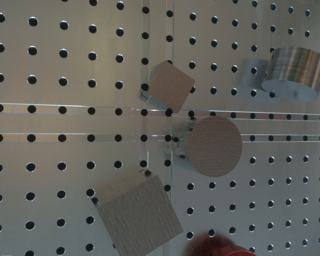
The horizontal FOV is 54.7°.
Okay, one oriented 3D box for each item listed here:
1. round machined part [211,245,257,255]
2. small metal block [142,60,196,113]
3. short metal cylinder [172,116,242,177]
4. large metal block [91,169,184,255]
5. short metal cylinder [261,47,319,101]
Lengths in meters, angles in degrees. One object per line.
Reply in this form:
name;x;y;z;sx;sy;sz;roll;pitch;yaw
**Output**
round machined part;0.098;0.216;0.440;0.099;0.042;0.097;0;90;-20
small metal block;0.012;-0.054;0.417;0.050;0.025;0.050;32;80;-17
short metal cylinder;0.064;0.024;0.423;0.081;0.050;0.080;0;91;-20
large metal block;-0.029;0.109;0.389;0.081;0.050;0.080;-27;99;-18
short metal cylinder;0.197;-0.078;0.456;0.080;0.080;0.050;21;83;-19
